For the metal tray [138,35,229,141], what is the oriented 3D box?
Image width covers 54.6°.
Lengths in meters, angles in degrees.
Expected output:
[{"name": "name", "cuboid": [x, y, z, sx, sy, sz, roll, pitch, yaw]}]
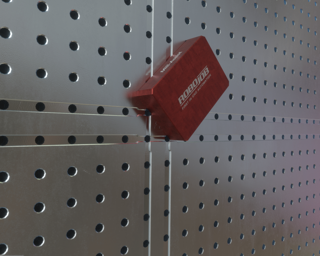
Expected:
[{"name": "metal tray", "cuboid": [0.039, -0.056, 0.437, 0.130, 0.030, 0.090, -50, 120, -28]}]
